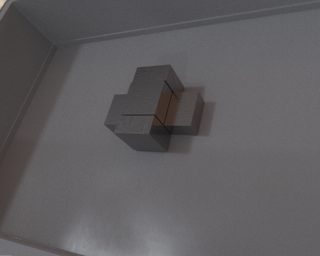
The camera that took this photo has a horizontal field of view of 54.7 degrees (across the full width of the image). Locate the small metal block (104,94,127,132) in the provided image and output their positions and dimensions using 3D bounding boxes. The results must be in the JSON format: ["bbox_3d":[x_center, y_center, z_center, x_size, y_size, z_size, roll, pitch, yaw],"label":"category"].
[{"bbox_3d":[-0.045,-0.021,0.439,0.050,0.025,0.050,1,62,28],"label":"small metal block"}]

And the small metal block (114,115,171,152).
[{"bbox_3d":[-0.021,0.007,0.393,0.050,0.050,0.025,1,62,28],"label":"small metal block"}]

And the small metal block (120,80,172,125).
[{"bbox_3d":[-0.017,-0.032,0.399,0.050,0.025,0.050,1,62,28],"label":"small metal block"}]

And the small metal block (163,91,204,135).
[{"bbox_3d":[0.026,-0.019,0.402,0.050,0.025,0.050,1,62,28],"label":"small metal block"}]

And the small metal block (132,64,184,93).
[{"bbox_3d":[-0.001,-0.059,0.424,0.050,0.050,0.025,1,62,28],"label":"small metal block"}]
